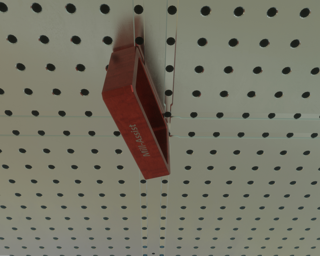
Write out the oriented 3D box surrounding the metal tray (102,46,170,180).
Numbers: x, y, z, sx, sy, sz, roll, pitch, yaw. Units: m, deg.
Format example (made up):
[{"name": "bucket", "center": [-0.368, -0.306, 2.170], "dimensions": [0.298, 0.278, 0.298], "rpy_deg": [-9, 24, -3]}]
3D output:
[{"name": "metal tray", "center": [-0.021, -0.015, 0.355], "dimensions": [0.030, 0.090, 0.129], "rpy_deg": [-14, 129, 11]}]
